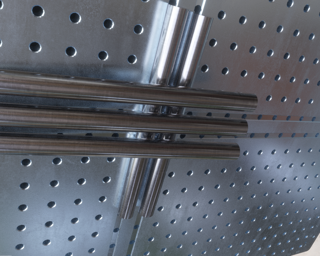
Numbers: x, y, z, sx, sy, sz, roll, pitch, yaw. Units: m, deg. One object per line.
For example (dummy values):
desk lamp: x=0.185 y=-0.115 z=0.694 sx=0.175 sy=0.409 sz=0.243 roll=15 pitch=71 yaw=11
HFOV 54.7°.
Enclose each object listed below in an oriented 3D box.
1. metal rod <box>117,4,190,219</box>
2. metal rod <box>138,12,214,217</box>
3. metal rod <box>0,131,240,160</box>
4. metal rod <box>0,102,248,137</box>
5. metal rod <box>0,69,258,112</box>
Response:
metal rod: x=-0.016 y=-0.003 z=0.402 sx=0.025 sy=0.025 sz=0.298 roll=1 pitch=118 yaw=-29
metal rod: x=0.014 y=0.000 z=0.421 sx=0.025 sy=0.025 sz=0.298 roll=1 pitch=118 yaw=-29
metal rod: x=-0.036 y=0.024 z=0.381 sx=0.303 sy=0.025 sz=0.025 roll=4 pitch=117 yaw=-21
metal rod: x=-0.029 y=-0.007 z=0.365 sx=0.303 sy=0.025 sz=0.025 roll=3 pitch=117 yaw=-21
metal rod: x=-0.022 y=-0.039 z=0.350 sx=0.303 sy=0.025 sz=0.025 roll=2 pitch=118 yaw=-21
